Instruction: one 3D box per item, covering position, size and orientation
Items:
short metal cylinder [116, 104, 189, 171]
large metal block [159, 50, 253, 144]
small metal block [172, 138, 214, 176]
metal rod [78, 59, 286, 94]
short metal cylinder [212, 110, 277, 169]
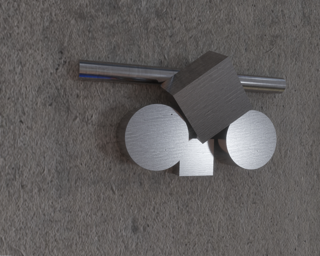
[{"bbox_3d":[-0.011,0.011,0.392,0.081,0.050,0.079,0,90,-20],"label":"short metal cylinder"},{"bbox_3d":[0.060,-0.041,0.400,0.080,0.050,0.080,-36,119,-3],"label":"large metal block"},{"bbox_3d":[0.046,0.039,0.428,0.050,0.025,0.050,2,89,-20],"label":"small metal block"},{"bbox_3d":[0.044,-0.068,0.426,0.302,0.025,0.025,1,90,-20],"label":"metal rod"},{"bbox_3d":[0.115,0.016,0.439,0.081,0.050,0.079,0,90,-20],"label":"short metal cylinder"}]
